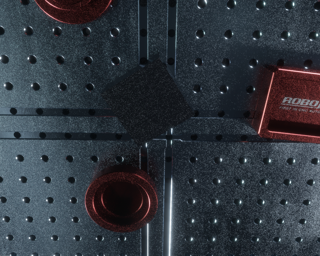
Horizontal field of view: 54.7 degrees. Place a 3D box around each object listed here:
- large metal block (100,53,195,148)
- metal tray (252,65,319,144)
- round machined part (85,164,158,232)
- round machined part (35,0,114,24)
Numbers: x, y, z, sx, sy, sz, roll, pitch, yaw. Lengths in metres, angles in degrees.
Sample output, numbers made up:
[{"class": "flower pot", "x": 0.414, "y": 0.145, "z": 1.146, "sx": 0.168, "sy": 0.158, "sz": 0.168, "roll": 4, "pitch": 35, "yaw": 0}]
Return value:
[{"class": "large metal block", "x": -0.014, "y": -0.036, "z": 0.387, "sx": 0.080, "sy": 0.050, "sz": 0.080, "roll": -30, "pitch": 108, "yaw": 10}, {"class": "metal tray", "x": 0.196, "y": -0.028, "z": 0.401, "sx": 0.131, "sy": 0.030, "sz": 0.089, "roll": 6, "pitch": 110, "yaw": -3}, {"class": "round machined part", "x": -0.052, "y": 0.095, "z": 0.439, "sx": 0.099, "sy": 0.042, "sz": 0.097, "roll": 0, "pitch": 110, "yaw": 0}, {"class": "round machined part", "x": -0.099, "y": -0.166, "z": 0.342, "sx": 0.099, "sy": 0.042, "sz": 0.097, "roll": 0, "pitch": 110, "yaw": 0}]
